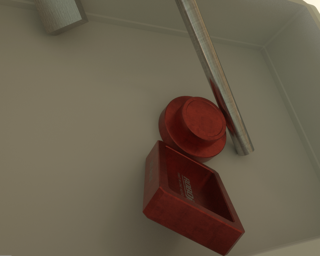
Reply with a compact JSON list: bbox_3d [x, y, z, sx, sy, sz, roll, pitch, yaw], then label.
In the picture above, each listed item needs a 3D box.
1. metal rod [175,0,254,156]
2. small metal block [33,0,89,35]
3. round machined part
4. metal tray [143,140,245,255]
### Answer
[{"bbox_3d":[0.066,-0.097,0.425,0.025,0.025,0.299,-35,106,-38],"label":"metal rod"},{"bbox_3d":[-0.129,-0.155,0.403,0.025,0.050,0.050,-60,130,-77],"label":"small metal block"},{"bbox_3d":[0.051,-0.004,0.427,0.099,0.042,0.098,14,56,-21],"label":"round machined part"},{"bbox_3d":[0.030,0.066,0.332,0.090,0.030,0.130,29,14,-10],"label":"metal tray"}]
